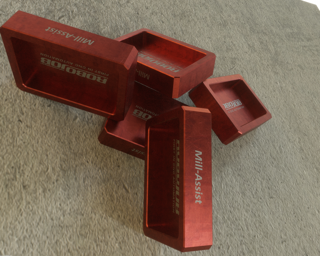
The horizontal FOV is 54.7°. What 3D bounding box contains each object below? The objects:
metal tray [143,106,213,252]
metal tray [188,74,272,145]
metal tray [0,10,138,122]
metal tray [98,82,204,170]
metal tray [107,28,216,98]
[{"bbox_3d":[0.015,0.049,0.318,0.030,0.090,0.129,5,80,-26],"label":"metal tray"},{"bbox_3d":[0.109,-0.033,0.462,0.131,0.030,0.090,-19,71,-51],"label":"metal tray"},{"bbox_3d":[-0.094,-0.062,0.332,0.131,0.089,0.030,18,53,2],"label":"metal tray"},{"bbox_3d":[-0.004,-0.001,0.402,0.131,0.030,0.090,23,53,-15],"label":"metal tray"},{"bbox_3d":[-0.003,-0.093,0.421,0.130,0.030,0.091,29,45,27],"label":"metal tray"}]
